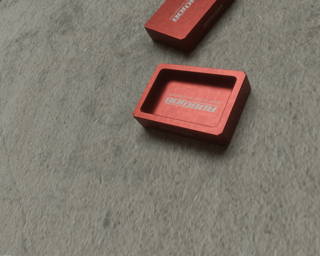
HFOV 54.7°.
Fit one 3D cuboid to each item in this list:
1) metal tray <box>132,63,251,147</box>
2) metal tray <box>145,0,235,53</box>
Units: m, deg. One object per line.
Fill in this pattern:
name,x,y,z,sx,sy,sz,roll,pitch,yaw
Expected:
metal tray,0.039,-0.035,0.400,0.130,0.030,0.090,14,68,33
metal tray,0.049,-0.185,0.488,0.090,0.030,0.130,32,79,37
